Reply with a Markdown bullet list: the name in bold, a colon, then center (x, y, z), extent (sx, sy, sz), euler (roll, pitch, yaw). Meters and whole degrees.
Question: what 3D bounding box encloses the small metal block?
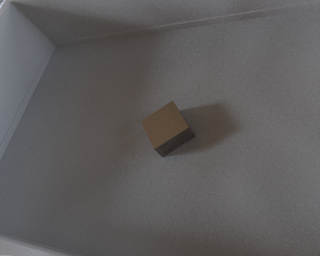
- **small metal block**: center (0.010, 0.001, 0.399), extent (0.050, 0.025, 0.050), euler (-33, 52, 6)
